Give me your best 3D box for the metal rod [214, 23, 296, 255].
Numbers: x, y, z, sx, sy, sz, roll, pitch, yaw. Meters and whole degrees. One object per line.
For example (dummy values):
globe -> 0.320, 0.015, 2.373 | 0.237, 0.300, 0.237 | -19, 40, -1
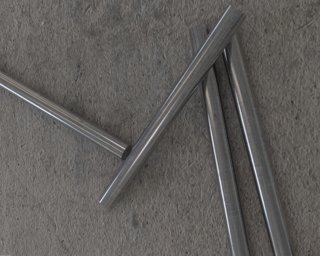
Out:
metal rod -> 0.113, 0.014, 0.368 | 0.025, 0.025, 0.298 | -15, 85, 19

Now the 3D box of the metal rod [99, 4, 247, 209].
metal rod -> 0.005, -0.012, 0.389 | 0.025, 0.025, 0.299 | 40, 109, 15

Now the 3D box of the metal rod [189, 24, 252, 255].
metal rod -> 0.075, 0.021, 0.382 | 0.025, 0.025, 0.298 | -11, 86, 19

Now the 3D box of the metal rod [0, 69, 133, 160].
metal rod -> -0.171, -0.035, 0.469 | 0.301, 0.025, 0.025 | 28, 99, 17
